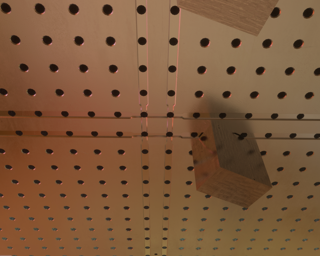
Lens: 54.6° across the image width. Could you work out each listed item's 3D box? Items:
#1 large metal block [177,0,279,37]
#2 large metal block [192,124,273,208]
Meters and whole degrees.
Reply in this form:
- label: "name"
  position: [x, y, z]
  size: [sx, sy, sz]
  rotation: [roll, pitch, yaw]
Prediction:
- label: "large metal block"
  position: [0.067, -0.140, 0.276]
  size: [0.080, 0.050, 0.080]
  rotation: [15, 128, -13]
- label: "large metal block"
  position: [0.093, 0.051, 0.419]
  size: [0.080, 0.080, 0.050]
  rotation: [23, 127, -18]
